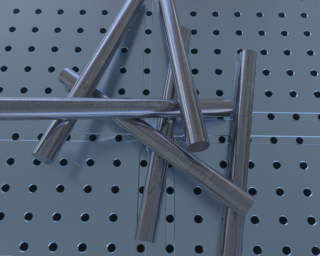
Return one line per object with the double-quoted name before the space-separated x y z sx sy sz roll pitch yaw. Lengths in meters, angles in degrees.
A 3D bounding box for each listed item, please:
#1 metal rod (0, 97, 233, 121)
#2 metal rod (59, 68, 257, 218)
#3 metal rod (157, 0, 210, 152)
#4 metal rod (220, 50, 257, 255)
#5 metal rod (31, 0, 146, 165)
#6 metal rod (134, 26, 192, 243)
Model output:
"metal rod" -0.049 -0.023 0.368 0.302 0.025 0.025 -2 69 -21
"metal rod" -0.018 0.006 0.385 0.300 0.025 0.025 35 74 21
"metal rod" 0.023 -0.105 0.418 0.025 0.025 0.299 -7 58 -3
"metal rod" 0.103 0.032 0.400 0.025 0.025 0.299 9 70 3
"metal rod" -0.081 -0.087 0.415 0.025 0.025 0.300 18 60 6
"metal rod" 0.008 -0.006 0.414 0.025 0.025 0.299 10 70 3
